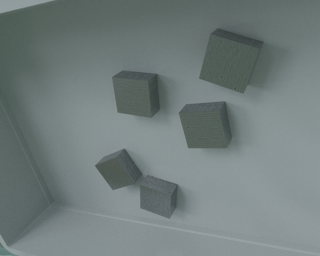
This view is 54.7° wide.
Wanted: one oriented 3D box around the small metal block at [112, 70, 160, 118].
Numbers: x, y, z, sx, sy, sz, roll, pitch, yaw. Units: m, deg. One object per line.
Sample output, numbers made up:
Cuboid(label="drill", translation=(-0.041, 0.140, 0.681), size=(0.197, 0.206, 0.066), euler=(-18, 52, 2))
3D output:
Cuboid(label="small metal block", translation=(-0.030, -0.044, 0.397), size=(0.050, 0.025, 0.050), euler=(9, 123, 23))

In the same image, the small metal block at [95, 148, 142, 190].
Cuboid(label="small metal block", translation=(-0.065, 0.065, 0.483), size=(0.050, 0.025, 0.050), euler=(-23, 106, 36))

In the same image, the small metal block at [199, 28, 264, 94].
Cuboid(label="small metal block", translation=(0.074, -0.071, 0.326), size=(0.050, 0.025, 0.050), euler=(22, 127, 15))

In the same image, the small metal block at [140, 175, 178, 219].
Cuboid(label="small metal block", translation=(-0.002, 0.105, 0.475), size=(0.050, 0.025, 0.050), euler=(15, 125, 20))

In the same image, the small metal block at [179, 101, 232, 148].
Cuboid(label="small metal block", translation=(0.056, -0.003, 0.377), size=(0.050, 0.025, 0.050), euler=(-2, 117, 29))
